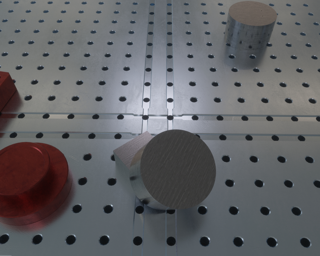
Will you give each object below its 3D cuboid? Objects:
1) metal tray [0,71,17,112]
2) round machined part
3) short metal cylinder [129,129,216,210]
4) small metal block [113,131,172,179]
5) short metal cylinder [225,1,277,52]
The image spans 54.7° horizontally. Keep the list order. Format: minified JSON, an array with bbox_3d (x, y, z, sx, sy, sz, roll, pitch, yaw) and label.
[{"bbox_3d":[-0.274,-0.030,0.427,0.090,0.030,0.130,9,51,7],"label":"metal tray"},{"bbox_3d":[-0.154,0.054,0.350,0.099,0.042,0.098,0,50,0],"label":"round machined part"},{"bbox_3d":[0.012,0.046,0.331,0.081,0.050,0.080,5,73,-17],"label":"short metal cylinder"},{"bbox_3d":[-0.021,0.038,0.375,0.050,0.025,0.050,-31,57,-24],"label":"small metal block"},{"bbox_3d":[0.157,-0.179,0.543,0.080,0.050,0.080,0,50,0],"label":"short metal cylinder"}]
